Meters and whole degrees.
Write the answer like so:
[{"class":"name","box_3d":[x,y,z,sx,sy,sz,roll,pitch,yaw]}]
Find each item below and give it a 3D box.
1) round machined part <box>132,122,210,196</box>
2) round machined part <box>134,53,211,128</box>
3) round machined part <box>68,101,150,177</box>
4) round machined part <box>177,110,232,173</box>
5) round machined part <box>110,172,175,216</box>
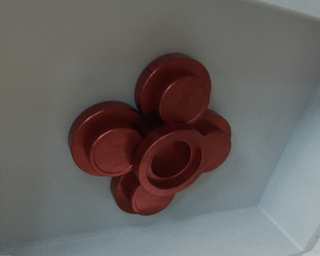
[{"class":"round machined part","box_3d":[0.011,0.035,0.395,0.099,0.042,0.097,-14,124,-21]},{"class":"round machined part","box_3d":[0.022,-0.039,0.382,0.099,0.042,0.097,-14,124,-21]},{"class":"round machined part","box_3d":[-0.057,0.020,0.376,0.099,0.042,0.097,-14,124,-21]},{"class":"round machined part","box_3d":[0.062,0.026,0.444,0.099,0.042,0.097,-14,124,-21]},{"class":"round machined part","box_3d":[-0.016,0.084,0.438,0.099,0.042,0.097,-14,123,-22]}]
